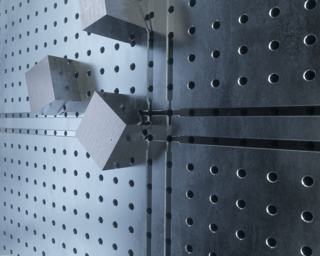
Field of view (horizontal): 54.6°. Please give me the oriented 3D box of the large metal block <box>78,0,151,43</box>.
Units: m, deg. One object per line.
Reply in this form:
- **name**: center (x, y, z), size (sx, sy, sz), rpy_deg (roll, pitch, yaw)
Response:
- **large metal block**: center (-0.064, -0.172, 0.427), size (0.050, 0.081, 0.080), rpy_deg (-15, 81, 39)

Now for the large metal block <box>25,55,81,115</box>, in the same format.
- **large metal block**: center (-0.192, -0.073, 0.554), size (0.080, 0.050, 0.080), rpy_deg (-21, 77, 38)

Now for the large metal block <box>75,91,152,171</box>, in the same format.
- **large metal block**: center (-0.070, 0.003, 0.452), size (0.080, 0.050, 0.080), rpy_deg (45, 117, 30)
